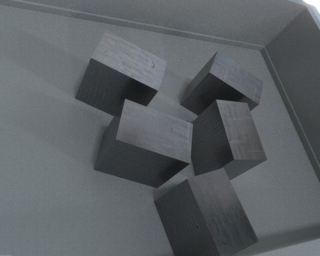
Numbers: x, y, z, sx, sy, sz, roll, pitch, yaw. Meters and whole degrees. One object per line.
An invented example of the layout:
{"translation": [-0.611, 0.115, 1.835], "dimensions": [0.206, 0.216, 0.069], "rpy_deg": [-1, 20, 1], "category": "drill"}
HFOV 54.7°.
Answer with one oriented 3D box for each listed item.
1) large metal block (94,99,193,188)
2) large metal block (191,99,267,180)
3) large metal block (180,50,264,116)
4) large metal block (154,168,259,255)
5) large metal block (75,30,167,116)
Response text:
{"translation": [-0.019, 0.022, 0.348], "dimensions": [0.080, 0.080, 0.050], "rpy_deg": [20, 54, -17], "category": "large metal block"}
{"translation": [0.081, 0.020, 0.404], "dimensions": [0.050, 0.080, 0.080], "rpy_deg": [3, 60, -27], "category": "large metal block"}
{"translation": [0.089, -0.051, 0.452], "dimensions": [0.080, 0.080, 0.050], "rpy_deg": [31, 52, -9], "category": "large metal block"}
{"translation": [0.045, 0.099, 0.336], "dimensions": [0.050, 0.080, 0.080], "rpy_deg": [-10, 67, -33], "category": "large metal block"}
{"translation": [-0.049, -0.058, 0.381], "dimensions": [0.080, 0.080, 0.050], "rpy_deg": [25, 53, -13], "category": "large metal block"}
